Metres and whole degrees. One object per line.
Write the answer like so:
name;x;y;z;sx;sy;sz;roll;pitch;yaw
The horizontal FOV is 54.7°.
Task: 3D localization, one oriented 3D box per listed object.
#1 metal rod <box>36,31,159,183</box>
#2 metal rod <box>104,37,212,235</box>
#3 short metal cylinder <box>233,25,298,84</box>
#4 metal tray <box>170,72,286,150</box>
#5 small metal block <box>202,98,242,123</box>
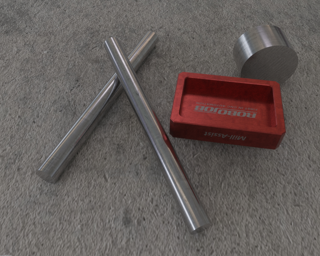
metal rod;-0.073;-0.050;0.444;0.025;0.025;0.301;18;52;14
metal rod;-0.015;-0.012;0.393;0.025;0.025;0.299;-18;58;-14
short metal cylinder;0.153;-0.102;0.455;0.081;0.080;0.050;-3;50;-3
metal tray;0.083;-0.025;0.388;0.131;0.030;0.090;7;50;6
small metal block;0.083;-0.012;0.414;0.050;0.025;0.050;16;52;13
